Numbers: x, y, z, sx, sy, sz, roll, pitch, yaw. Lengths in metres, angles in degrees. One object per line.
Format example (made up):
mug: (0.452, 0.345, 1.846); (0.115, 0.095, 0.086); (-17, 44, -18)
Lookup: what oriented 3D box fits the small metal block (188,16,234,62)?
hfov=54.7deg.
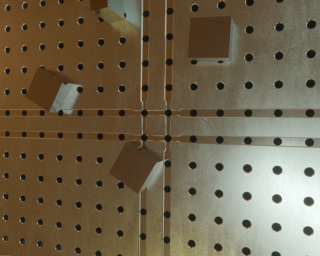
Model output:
small metal block: (0.064, -0.111, 0.390); (0.050, 0.025, 0.050); (4, 91, 19)

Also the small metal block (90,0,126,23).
small metal block: (-0.072, -0.178, 0.424); (0.025, 0.050, 0.050); (-7, 88, 20)

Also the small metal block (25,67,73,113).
small metal block: (-0.168, -0.057, 0.470); (0.050, 0.025, 0.050); (30, 100, 17)

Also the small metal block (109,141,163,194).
small metal block: (-0.033, 0.053, 0.423); (0.050, 0.025, 0.050); (33, 100, 16)
